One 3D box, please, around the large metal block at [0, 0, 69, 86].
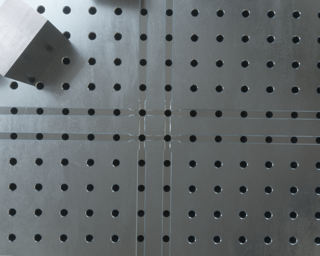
[{"bbox_3d":[-0.169,-0.104,0.384,0.050,0.080,0.080,37,90,-1],"label":"large metal block"}]
